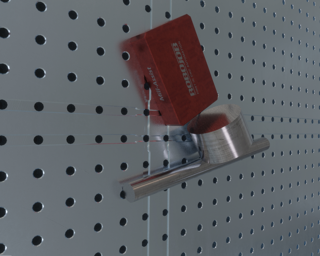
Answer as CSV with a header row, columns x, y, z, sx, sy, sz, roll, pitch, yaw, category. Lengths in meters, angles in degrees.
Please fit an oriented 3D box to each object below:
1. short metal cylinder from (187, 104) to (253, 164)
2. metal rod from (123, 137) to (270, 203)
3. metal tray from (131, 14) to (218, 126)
x,y,z,sx,sy,sz,roll,pitch,yaw,category
0.086,0.007,0.446,0.080,0.080,0.050,-41,115,-32,short metal cylinder
0.076,0.054,0.473,0.302,0.025,0.025,-12,98,-39,metal rod
0.025,-0.079,0.427,0.091,0.030,0.129,-36,112,-34,metal tray
